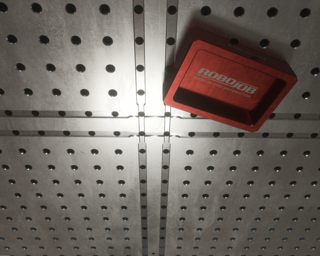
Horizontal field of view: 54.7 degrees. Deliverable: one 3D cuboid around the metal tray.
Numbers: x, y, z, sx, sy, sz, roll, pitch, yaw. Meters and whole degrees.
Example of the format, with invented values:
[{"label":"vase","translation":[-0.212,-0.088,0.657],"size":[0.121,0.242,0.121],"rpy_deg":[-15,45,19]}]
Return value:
[{"label":"metal tray","translation":[0.079,-0.051,0.365],"size":[0.131,0.030,0.089],"rpy_deg":[17,128,-14]}]
